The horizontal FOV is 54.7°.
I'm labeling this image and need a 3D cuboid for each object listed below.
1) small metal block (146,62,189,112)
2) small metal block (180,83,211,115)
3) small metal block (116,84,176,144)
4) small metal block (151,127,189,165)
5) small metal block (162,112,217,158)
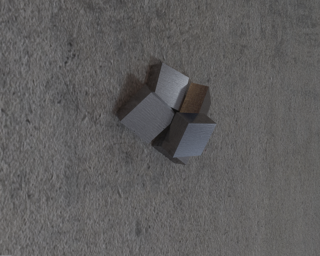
[{"bbox_3d":[0.008,-0.053,0.415,0.050,0.025,0.050,22,76,-38],"label":"small metal block"},{"bbox_3d":[0.051,-0.028,0.437,0.050,0.025,0.050,62,47,-64],"label":"small metal block"},{"bbox_3d":[-0.016,-0.017,0.380,0.050,0.025,0.050,-43,124,9],"label":"small metal block"},{"bbox_3d":[0.022,0.016,0.427,0.050,0.025,0.050,40,66,-33],"label":"small metal block"},{"bbox_3d":[0.037,0.009,0.392,0.050,0.025,0.050,0,123,-40],"label":"small metal block"}]
